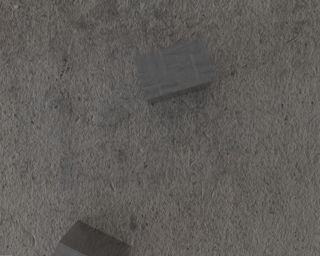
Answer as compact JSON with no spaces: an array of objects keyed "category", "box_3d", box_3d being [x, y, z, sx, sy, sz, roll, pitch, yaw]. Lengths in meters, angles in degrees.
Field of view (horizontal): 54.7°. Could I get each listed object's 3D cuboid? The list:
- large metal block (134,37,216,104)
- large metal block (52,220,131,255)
[{"category":"large metal block","box_3d":[0.017,-0.066,0.382,0.080,0.080,0.050,-16,90,0]},{"category":"large metal block","box_3d":[-0.087,0.166,0.382,0.080,0.080,0.050,27,90,0]}]
